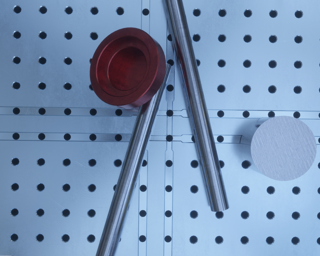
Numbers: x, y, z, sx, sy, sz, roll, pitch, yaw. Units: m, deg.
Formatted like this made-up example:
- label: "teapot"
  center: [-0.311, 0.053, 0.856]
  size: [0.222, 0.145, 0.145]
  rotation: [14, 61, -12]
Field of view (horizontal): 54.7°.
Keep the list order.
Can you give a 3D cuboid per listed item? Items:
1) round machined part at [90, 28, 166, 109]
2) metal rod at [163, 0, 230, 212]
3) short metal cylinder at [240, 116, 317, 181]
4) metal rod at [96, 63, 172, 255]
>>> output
- label: "round machined part"
  center: [-0.036, -0.072, 0.392]
  size: [0.098, 0.042, 0.097]
  rotation: [-4, 81, 26]
- label: "metal rod"
  center: [0.047, -0.038, 0.413]
  size: [0.025, 0.025, 0.298]
  rotation: [-13, 90, 0]
- label: "short metal cylinder"
  center: [0.151, 0.025, 0.402]
  size: [0.081, 0.050, 0.080]
  rotation: [0, 90, 0]
- label: "metal rod"
  center: [-0.039, 0.057, 0.412]
  size: [0.025, 0.025, 0.298]
  rotation: [17, 90, 0]
